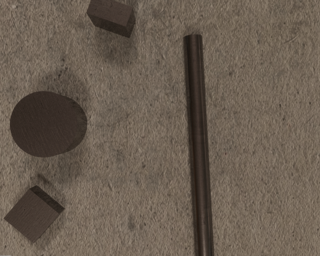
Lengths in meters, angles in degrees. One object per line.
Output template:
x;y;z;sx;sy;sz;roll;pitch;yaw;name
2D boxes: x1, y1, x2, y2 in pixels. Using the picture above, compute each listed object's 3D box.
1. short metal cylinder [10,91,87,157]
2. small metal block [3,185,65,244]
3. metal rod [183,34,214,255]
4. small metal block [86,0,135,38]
-0.139;-0.005;0.396;0.081;0.050;0.079;0;90;-1;short metal cylinder
-0.164;0.113;0.408;0.050;0.025;0.050;40;90;-1;small metal block
0.052;0.029;0.410;0.025;0.025;0.298;-3;90;-1;metal rod
-0.061;-0.142;0.397;0.050;0.050;0.025;19;90;-1;small metal block
